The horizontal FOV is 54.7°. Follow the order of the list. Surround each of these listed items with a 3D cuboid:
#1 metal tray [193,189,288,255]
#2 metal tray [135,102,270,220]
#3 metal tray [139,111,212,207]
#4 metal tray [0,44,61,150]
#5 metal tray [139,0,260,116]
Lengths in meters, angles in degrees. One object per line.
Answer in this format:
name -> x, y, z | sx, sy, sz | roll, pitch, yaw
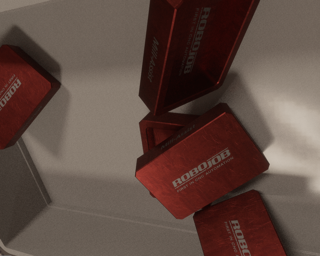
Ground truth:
metal tray -> 0.101, 0.150, 0.369 | 0.090, 0.130, 0.030 | -26, 143, 14
metal tray -> 0.048, 0.042, 0.364 | 0.130, 0.030, 0.090 | -35, 111, 15
metal tray -> 0.026, 0.044, 0.417 | 0.090, 0.030, 0.129 | 7, 122, 24
metal tray -> -0.222, -0.044, 0.454 | 0.090, 0.030, 0.130 | 42, 100, -2
metal tray -> 0.031, -0.074, 0.278 | 0.030, 0.091, 0.129 | 53, 154, 24
